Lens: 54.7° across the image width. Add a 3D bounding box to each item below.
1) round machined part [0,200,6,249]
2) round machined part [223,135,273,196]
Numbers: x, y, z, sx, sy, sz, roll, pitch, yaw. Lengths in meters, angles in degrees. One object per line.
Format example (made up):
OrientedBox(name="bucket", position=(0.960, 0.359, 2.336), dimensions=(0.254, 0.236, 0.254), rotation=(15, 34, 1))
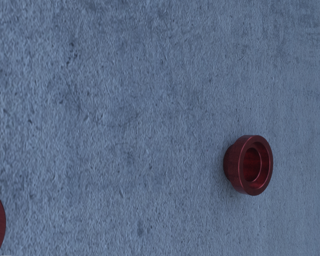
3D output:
OrientedBox(name="round machined part", position=(-0.180, 0.080, 0.243), dimensions=(0.099, 0.042, 0.097), rotation=(0, 90, -40))
OrientedBox(name="round machined part", position=(0.142, 0.060, 0.513), dimensions=(0.099, 0.042, 0.097), rotation=(0, 90, -40))
